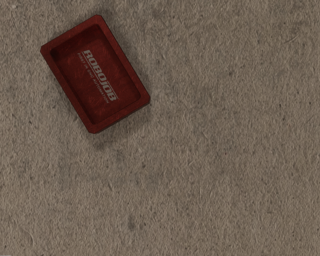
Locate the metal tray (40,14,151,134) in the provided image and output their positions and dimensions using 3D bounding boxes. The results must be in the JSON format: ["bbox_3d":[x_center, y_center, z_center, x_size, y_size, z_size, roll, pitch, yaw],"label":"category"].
[{"bbox_3d":[-0.082,-0.068,0.406,0.090,0.030,0.130,-31,90,-1],"label":"metal tray"}]
